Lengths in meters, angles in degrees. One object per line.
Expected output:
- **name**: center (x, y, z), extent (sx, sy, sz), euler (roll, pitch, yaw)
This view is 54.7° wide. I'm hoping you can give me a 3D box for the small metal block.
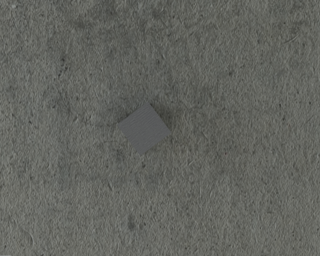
- **small metal block**: center (-0.020, 0.001, 0.411), extent (0.050, 0.025, 0.050), euler (-37, 90, 0)
